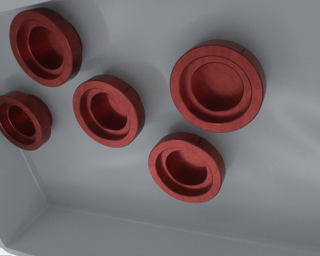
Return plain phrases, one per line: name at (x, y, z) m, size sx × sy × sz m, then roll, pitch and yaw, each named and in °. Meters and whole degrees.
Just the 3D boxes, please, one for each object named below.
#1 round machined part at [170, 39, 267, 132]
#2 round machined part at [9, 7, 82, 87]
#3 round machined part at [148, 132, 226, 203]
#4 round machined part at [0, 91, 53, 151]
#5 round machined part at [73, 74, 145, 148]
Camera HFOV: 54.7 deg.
round machined part at (0.064, -0.047, 0.334) m, size 0.098 × 0.042 × 0.097 m, roll 13°, pitch 124°, yaw 20°
round machined part at (-0.142, -0.107, 0.404) m, size 0.098 × 0.042 × 0.097 m, roll 13°, pitch 124°, yaw 20°
round machined part at (0.038, 0.047, 0.406) m, size 0.098 × 0.042 × 0.097 m, roll 13°, pitch 124°, yaw 20°
round machined part at (-0.215, -0.015, 0.498) m, size 0.098 × 0.042 × 0.097 m, roll 13°, pitch 124°, yaw 20°
round machined part at (-0.063, -0.026, 0.413) m, size 0.098 × 0.042 × 0.097 m, roll 13°, pitch 124°, yaw 20°
